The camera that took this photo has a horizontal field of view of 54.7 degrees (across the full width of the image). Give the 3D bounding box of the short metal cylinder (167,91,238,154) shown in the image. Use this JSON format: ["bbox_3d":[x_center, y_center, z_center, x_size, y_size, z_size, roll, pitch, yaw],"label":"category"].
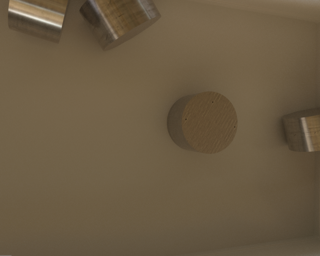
[{"bbox_3d":[0.056,-0.007,0.418,0.081,0.050,0.080,0,90,-20],"label":"short metal cylinder"}]

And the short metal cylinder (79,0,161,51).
[{"bbox_3d":[-0.046,-0.133,0.364,0.080,0.080,0.050,-34,101,-17],"label":"short metal cylinder"}]

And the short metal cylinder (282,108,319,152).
[{"bbox_3d":[0.231,0.001,0.466,0.081,0.080,0.050,-15,96,-19],"label":"short metal cylinder"}]

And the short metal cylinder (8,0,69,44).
[{"bbox_3d":[-0.126,-0.138,0.335,0.050,0.080,0.080,14,86,-20],"label":"short metal cylinder"}]
